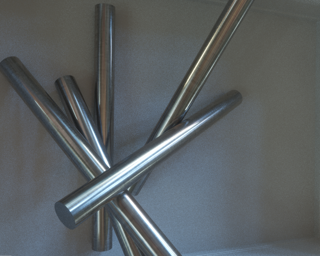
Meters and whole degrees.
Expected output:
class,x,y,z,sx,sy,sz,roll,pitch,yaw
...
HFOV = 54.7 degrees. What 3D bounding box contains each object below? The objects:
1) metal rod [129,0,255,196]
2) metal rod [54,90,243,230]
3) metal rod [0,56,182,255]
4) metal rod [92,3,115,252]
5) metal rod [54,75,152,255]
class,x,y,z,sx,sy,sz,roll,pitch,yaw
metal rod,0.035,-0.047,0.367,0.025,0.025,0.299,26,103,-18
metal rod,0.018,0.012,0.346,0.302,0.025,0.025,-32,102,-45
metal rod,-0.072,0.035,0.310,0.025,0.025,0.300,-38,74,-16
metal rod,-0.070,-0.001,0.384,0.025,0.025,0.298,1,90,-20
metal rod,-0.049,0.071,0.325,0.025,0.025,0.299,-21,71,-19
